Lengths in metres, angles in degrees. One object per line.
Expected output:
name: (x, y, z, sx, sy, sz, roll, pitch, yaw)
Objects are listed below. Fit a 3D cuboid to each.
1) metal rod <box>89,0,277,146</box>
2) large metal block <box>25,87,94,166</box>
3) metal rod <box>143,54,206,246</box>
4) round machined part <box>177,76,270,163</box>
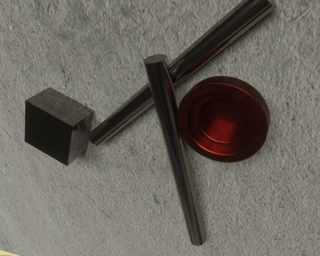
metal rod: (0.001, -0.052, 0.372, 0.299, 0.025, 0.025, -35, 99, 38)
large metal block: (-0.153, -0.002, 0.467, 0.080, 0.050, 0.079, 28, 128, 10)
metal rod: (0.027, 0.050, 0.403, 0.025, 0.025, 0.298, 3, 126, 26)
round machined part: (0.073, -0.013, 0.349, 0.098, 0.042, 0.097, 13, 124, 20)
